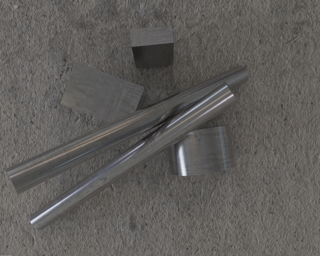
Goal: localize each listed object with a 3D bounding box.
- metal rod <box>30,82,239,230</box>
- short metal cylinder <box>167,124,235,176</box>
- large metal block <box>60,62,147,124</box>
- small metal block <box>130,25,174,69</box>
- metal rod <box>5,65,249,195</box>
[{"bbox_3d":[-0.044,0.043,0.363,0.300,0.025,0.025,-34,90,18],"label":"metal rod"},{"bbox_3d":[0.049,0.026,0.383,0.080,0.080,0.050,-8,90,0],"label":"short metal cylinder"},{"bbox_3d":[-0.064,-0.036,0.382,0.080,0.080,0.050,20,90,0],"label":"large metal block"},{"bbox_3d":[-0.009,-0.102,0.395,0.050,0.050,0.025,-6,70,0],"label":"small metal block"},{"bbox_3d":[-0.010,-0.012,0.340,0.302,0.025,0.025,-27,90,-29],"label":"metal rod"}]
